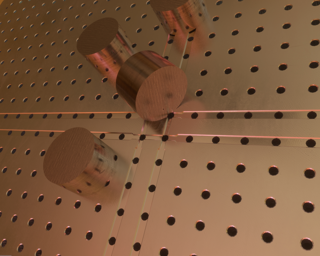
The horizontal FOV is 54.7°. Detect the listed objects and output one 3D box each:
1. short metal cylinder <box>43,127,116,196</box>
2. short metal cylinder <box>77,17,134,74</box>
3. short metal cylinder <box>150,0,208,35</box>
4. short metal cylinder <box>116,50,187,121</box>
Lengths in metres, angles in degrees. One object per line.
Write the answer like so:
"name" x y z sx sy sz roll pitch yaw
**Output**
"short metal cylinder" -0.108 0.046 0.419 0.080 0.050 0.080 -13 56 20
"short metal cylinder" -0.092 -0.139 0.523 0.080 0.050 0.080 -13 56 20
"short metal cylinder" 0.031 -0.197 0.496 0.080 0.050 0.080 -13 56 20
"short metal cylinder" -0.011 -0.056 0.412 0.080 0.080 0.050 -44 51 -3
